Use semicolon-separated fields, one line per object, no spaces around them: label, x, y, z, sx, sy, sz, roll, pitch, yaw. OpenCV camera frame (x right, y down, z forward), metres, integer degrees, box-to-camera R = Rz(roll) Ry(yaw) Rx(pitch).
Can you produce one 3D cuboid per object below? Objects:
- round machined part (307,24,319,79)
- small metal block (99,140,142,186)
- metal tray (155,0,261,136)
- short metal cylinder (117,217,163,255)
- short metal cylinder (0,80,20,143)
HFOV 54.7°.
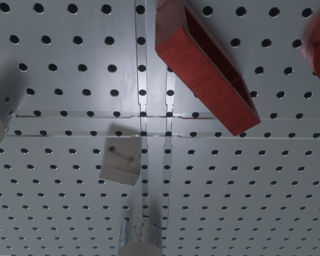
round machined part;0.216;-0.084;0.332;0.099;0.042;0.097;0;130;0
small metal block;-0.055;0.049;0.437;0.050;0.050;0.025;16;128;-14
metal tray;0.049;-0.062;0.316;0.030;0.090;0.130;-33;123;25
short metal cylinder;-0.036;0.209;0.573;0.081;0.050;0.079;0;130;0
short metal cylinder;-0.221;-0.020;0.376;0.081;0.050;0.079;0;130;0
